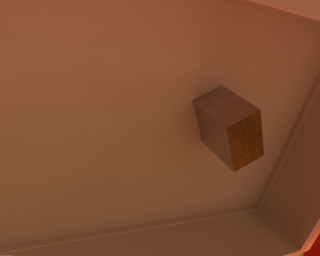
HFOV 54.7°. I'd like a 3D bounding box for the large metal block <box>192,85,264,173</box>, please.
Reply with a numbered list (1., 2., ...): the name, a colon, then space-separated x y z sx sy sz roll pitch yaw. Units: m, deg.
1. large metal block: 0.094 -0.001 0.426 0.050 0.080 0.080 -28 128 -11
